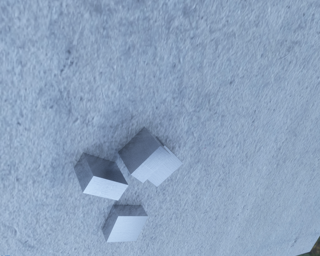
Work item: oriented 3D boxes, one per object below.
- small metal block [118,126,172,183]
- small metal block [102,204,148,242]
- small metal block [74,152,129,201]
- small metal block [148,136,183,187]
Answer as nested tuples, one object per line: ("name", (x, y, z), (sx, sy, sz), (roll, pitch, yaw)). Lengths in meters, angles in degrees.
("small metal block", (-0.021, 0.034, 0.402), (0.050, 0.050, 0.025), (-44, 129, 2))
("small metal block", (-0.053, 0.144, 0.469), (0.050, 0.025, 0.050), (11, 113, -34))
("small metal block", (-0.075, 0.061, 0.389), (0.050, 0.050, 0.025), (24, 105, -37))
("small metal block", (-0.004, 0.048, 0.436), (0.050, 0.025, 0.050), (-42, 130, 1))
